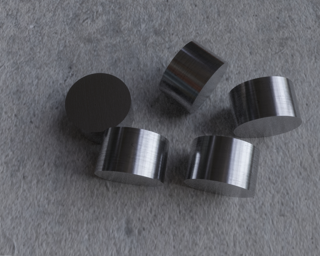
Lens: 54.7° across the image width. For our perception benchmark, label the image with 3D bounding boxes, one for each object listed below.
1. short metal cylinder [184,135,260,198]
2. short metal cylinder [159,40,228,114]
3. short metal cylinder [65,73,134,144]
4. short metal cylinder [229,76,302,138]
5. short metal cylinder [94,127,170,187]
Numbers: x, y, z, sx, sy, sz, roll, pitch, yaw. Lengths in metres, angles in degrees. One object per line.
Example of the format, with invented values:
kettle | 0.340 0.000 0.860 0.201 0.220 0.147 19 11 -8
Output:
short metal cylinder | 0.073 0.047 0.363 0.080 0.080 0.050 12 71 4
short metal cylinder | 0.044 -0.066 0.404 0.050 0.080 0.080 38 74 12
short metal cylinder | -0.076 -0.024 0.403 0.081 0.050 0.080 0 70 0
short metal cylinder | 0.130 -0.023 0.389 0.081 0.080 0.050 -3 70 -2
short metal cylinder | -0.032 0.036 0.365 0.080 0.080 0.050 8 71 2
